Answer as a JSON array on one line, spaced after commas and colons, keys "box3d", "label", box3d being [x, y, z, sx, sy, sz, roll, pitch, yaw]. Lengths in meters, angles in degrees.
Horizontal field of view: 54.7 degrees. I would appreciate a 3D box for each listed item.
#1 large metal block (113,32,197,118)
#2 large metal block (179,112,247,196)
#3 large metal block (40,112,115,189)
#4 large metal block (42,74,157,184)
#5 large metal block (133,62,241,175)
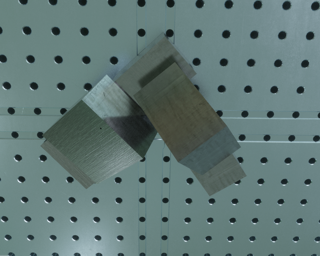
[{"box3d": [-0.009, -0.063, 0.359, 0.080, 0.080, 0.050, -40, 106, 13], "label": "large metal block"}, {"box3d": [0.058, 0.024, 0.392, 0.050, 0.080, 0.080, -32, 107, 11], "label": "large metal block"}, {"box3d": [-0.090, 0.018, 0.405, 0.080, 0.050, 0.080, -38, 106, 12], "label": "large metal block"}, {"box3d": [-0.062, 0.004, 0.331, 0.080, 0.050, 0.080, -32, 109, 37], "label": "large metal block"}, {"box3d": [0.029, -0.005, 0.307, 0.050, 0.080, 0.080, -38, 64, 8], "label": "large metal block"}]
